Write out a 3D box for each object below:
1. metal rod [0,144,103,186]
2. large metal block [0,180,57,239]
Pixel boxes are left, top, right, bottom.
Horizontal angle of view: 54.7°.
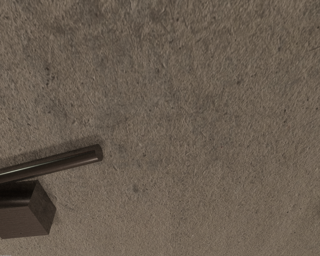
[{"bbox_3d":[-0.229,0.071,0.464,0.301,0.025,0.025,-14,129,11],"label":"metal rod"},{"bbox_3d":[-0.227,0.133,0.501,0.080,0.050,0.080,-7,130,5],"label":"large metal block"}]
